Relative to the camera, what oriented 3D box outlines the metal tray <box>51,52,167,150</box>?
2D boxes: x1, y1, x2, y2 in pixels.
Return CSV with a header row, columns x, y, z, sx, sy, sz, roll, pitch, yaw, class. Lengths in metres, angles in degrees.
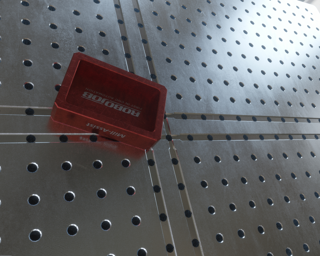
x,y,z,sx,sy,sz,roll,pitch,yaw,class
-0.059,-0.034,0.394,0.131,0.030,0.090,20,54,-17,metal tray
